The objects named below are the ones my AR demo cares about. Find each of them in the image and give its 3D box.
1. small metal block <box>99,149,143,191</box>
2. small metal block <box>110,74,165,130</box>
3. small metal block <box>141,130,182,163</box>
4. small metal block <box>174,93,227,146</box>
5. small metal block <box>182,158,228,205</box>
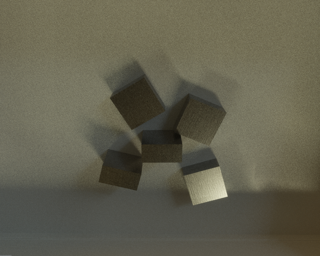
[{"bbox_3d":[-0.051,0.055,0.418,0.050,0.050,0.025,14,110,-6],"label":"small metal block"},{"bbox_3d":[-0.028,-0.034,0.399,0.050,0.025,0.050,-30,108,10],"label":"small metal block"},{"bbox_3d":[0.002,0.023,0.407,0.050,0.050,0.025,0,110,-1],"label":"small metal block"},{"bbox_3d":[0.052,-0.011,0.408,0.050,0.025,0.050,22,108,-8],"label":"small metal block"},{"bbox_3d":[0.064,0.076,0.441,0.050,0.025,0.050,-16,110,5],"label":"small metal block"}]
